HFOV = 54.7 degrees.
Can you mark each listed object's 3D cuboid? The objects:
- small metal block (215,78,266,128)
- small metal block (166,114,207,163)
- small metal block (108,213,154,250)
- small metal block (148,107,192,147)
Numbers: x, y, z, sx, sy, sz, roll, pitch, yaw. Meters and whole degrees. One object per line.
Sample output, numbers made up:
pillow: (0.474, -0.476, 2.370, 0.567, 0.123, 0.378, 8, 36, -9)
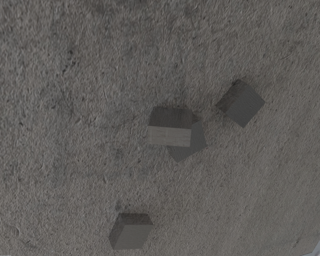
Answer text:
small metal block: (0.117, -0.035, 0.449, 0.050, 0.025, 0.050, 33, 100, -38)
small metal block: (0.034, 0.013, 0.433, 0.050, 0.025, 0.050, -28, 128, -11)
small metal block: (-0.045, 0.161, 0.481, 0.050, 0.025, 0.050, 12, 112, -34)
small metal block: (0.014, -0.002, 0.384, 0.050, 0.050, 0.025, 5, 121, 5)
